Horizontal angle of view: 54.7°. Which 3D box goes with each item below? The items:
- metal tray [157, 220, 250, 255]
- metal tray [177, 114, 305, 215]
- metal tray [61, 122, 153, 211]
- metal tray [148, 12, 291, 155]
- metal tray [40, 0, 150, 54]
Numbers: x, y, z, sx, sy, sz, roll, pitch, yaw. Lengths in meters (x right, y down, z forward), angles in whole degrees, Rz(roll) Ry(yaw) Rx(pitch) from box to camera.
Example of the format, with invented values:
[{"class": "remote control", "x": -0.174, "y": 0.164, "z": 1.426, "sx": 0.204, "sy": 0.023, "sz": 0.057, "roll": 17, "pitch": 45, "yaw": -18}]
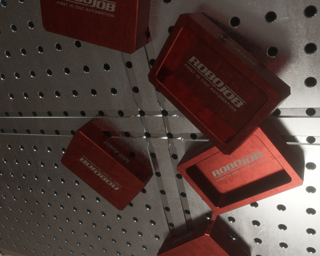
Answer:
[{"class": "metal tray", "x": 0.067, "y": 0.209, "z": 0.501, "sx": 0.090, "sy": 0.030, "sz": 0.129, "roll": 45, "pitch": 129, "yaw": -4}, {"class": "metal tray", "x": 0.096, "y": 0.050, "z": 0.387, "sx": 0.130, "sy": 0.030, "sz": 0.090, "roll": -35, "pitch": 99, "yaw": 38}, {"class": "metal tray", "x": -0.086, "y": 0.063, "z": 0.490, "sx": 0.130, "sy": 0.030, "sz": 0.089, "roll": 39, "pitch": 129, "yaw": 1}, {"class": "metal tray", "x": 0.055, "y": -0.047, "z": 0.327, "sx": 0.130, "sy": 0.030, "sz": 0.089, "roll": 46, "pitch": 130, "yaw": 15}, {"class": "metal tray", "x": -0.077, "y": -0.146, "z": 0.357, "sx": 0.130, "sy": 0.030, "sz": 0.089, "roll": 19, "pitch": 126, "yaw": 16}]
